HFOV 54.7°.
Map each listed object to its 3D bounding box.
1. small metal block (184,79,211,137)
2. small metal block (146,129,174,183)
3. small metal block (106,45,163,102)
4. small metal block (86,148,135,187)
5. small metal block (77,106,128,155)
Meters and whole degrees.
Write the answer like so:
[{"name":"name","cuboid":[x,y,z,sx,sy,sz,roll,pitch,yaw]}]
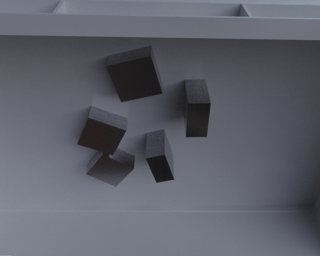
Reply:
[{"name":"small metal block","cuboid":[0.043,-0.024,0.373,0.025,0.050,0.050,-1,130,0]},{"name":"small metal block","cuboid":[0.001,0.038,0.425,0.025,0.050,0.050,-12,129,9]},{"name":"small metal block","cuboid":[-0.028,-0.061,0.356,0.050,0.025,0.050,-11,130,9]},{"name":"small metal block","cuboid":[-0.072,0.054,0.454,0.050,0.025,0.050,29,124,-23]},{"name":"small metal block","cuboid":[-0.076,0.004,0.412,0.050,0.025,0.050,20,127,-17]}]
